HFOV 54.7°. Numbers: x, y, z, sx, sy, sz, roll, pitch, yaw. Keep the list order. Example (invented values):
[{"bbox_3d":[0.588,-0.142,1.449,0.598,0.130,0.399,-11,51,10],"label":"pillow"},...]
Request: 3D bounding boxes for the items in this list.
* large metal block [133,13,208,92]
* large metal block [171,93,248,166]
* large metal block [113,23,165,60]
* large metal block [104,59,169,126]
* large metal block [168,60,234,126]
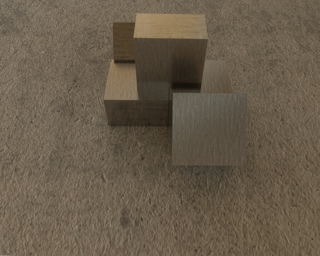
[{"bbox_3d":[0.012,-0.090,0.381,0.081,0.080,0.050,1,50,0],"label":"large metal block"},{"bbox_3d":[0.054,-0.001,0.362,0.081,0.079,0.050,1,6,0],"label":"large metal block"},{"bbox_3d":[-0.024,-0.124,0.465,0.081,0.050,0.080,0,6,0],"label":"large metal block"},{"bbox_3d":[-0.029,-0.049,0.427,0.081,0.050,0.080,1,50,0],"label":"large metal block"},{"bbox_3d":[0.052,-0.049,0.428,0.081,0.050,0.080,1,50,0],"label":"large metal block"}]
